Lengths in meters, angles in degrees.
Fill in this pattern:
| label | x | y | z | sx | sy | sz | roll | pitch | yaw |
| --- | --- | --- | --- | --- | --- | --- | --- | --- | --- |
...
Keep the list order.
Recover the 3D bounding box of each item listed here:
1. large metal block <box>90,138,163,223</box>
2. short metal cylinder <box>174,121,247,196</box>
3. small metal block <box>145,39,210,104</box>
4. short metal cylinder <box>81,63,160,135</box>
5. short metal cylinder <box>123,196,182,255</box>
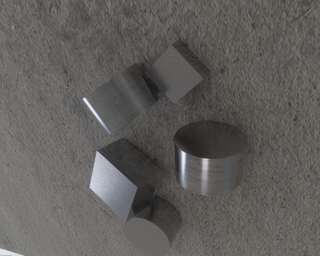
| label | x | y | z | sx | sy | sz | roll | pitch | yaw |
| --- | --- | --- | --- | --- | --- | --- | --- | --- | --- |
| large metal block | -0.052 | 0.075 | 0.452 | 0.080 | 0.050 | 0.079 | 38 | 131 | 23 |
| short metal cylinder | 0.057 | 0.033 | 0.361 | 0.080 | 0.080 | 0.050 | 11 | 123 | 22 |
| small metal block | 0.020 | -0.064 | 0.357 | 0.050 | 0.025 | 0.050 | 46 | 129 | -4 |
| short metal cylinder | -0.047 | -0.035 | 0.375 | 0.080 | 0.080 | 0.050 | -26 | 104 | 37 |
| short metal cylinder | -0.011 | 0.155 | 0.493 | 0.080 | 0.050 | 0.079 | 13 | 124 | 20 |
